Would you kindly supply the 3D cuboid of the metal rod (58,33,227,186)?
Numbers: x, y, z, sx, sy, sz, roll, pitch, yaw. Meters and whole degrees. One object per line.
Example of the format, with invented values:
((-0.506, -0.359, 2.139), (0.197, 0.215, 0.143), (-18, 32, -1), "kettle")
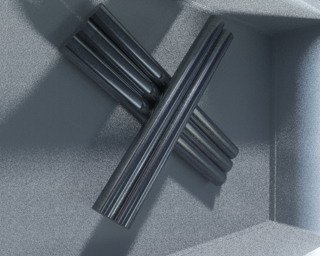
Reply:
((-0.002, -0.005, 0.402), (0.300, 0.025, 0.025), (42, 65, -32), "metal rod")

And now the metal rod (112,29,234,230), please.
((0.025, -0.016, 0.393), (0.025, 0.025, 0.300), (45, 63, -31), "metal rod")

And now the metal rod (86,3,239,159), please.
((0.022, -0.045, 0.423), (0.300, 0.025, 0.025), (42, 65, -32), "metal rod")

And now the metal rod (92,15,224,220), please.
((0.010, -0.030, 0.380), (0.025, 0.025, 0.300), (45, 63, -31), "metal rod")

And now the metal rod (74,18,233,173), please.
((0.010, -0.024, 0.413), (0.300, 0.025, 0.025), (42, 65, -32), "metal rod")
